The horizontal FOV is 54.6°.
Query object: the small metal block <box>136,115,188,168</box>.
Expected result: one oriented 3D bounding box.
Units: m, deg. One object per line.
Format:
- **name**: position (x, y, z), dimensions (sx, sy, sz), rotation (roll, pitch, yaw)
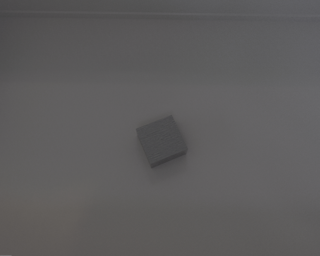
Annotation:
- **small metal block**: position (0.002, 0.018, 0.403), dimensions (0.050, 0.025, 0.050), rotation (-22, 72, -8)
